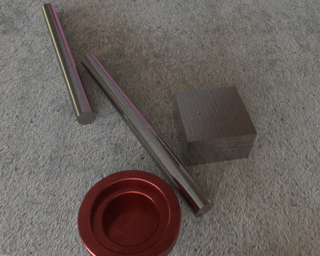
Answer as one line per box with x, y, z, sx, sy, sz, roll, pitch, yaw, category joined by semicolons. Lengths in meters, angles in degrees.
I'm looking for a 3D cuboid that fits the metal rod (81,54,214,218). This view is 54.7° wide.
-0.033;-0.010;0.410;0.025;0.025;0.300;-26;55;-20;metal rod

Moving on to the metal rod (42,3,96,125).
-0.155;-0.119;0.501;0.025;0.025;0.300;-17;52;-14;metal rod

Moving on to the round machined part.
-0.029;0.095;0.312;0.099;0.042;0.098;0;50;0;round machined part

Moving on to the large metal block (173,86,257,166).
0.064;-0.004;0.391;0.081;0.050;0.080;-7;50;-6;large metal block
